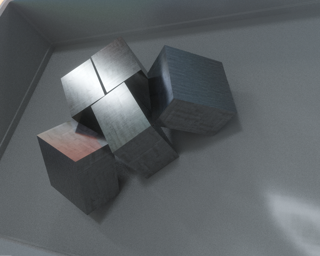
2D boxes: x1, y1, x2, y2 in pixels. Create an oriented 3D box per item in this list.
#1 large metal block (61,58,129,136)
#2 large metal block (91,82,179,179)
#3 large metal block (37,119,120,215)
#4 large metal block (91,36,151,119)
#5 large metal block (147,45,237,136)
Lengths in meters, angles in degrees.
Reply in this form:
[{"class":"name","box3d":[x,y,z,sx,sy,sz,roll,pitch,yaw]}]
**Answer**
[{"class":"large metal block","box3d":[-0.086,-0.036,0.434,0.050,0.080,0.080,-33,52,7]},{"class":"large metal block","box3d":[-0.030,0.004,0.380,0.050,0.080,0.080,-36,51,4]},{"class":"large metal block","box3d":[-0.099,0.046,0.382,0.080,0.079,0.050,24,40,36]},{"class":"large metal block","box3d":[-0.042,-0.065,0.429,0.050,0.080,0.080,-34,52,6]},{"class":"large metal block","box3d":[0.035,-0.043,0.367,0.050,0.081,0.080,-52,36,46]}]
